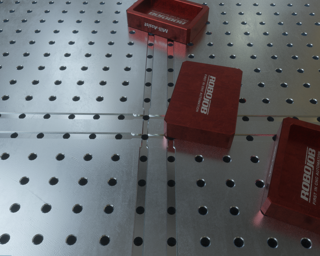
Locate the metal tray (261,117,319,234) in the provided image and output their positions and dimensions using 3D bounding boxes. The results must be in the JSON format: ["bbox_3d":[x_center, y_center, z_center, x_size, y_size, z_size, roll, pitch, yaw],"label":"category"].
[{"bbox_3d":[0.177,0.052,0.361,0.090,0.030,0.130,17,52,14],"label":"metal tray"}]

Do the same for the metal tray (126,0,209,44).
[{"bbox_3d":[0.015,-0.210,0.580,0.130,0.030,0.090,23,54,18],"label":"metal tray"}]

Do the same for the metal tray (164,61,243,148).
[{"bbox_3d":[0.064,-0.038,0.437,0.090,0.030,0.130,11,51,9],"label":"metal tray"}]
